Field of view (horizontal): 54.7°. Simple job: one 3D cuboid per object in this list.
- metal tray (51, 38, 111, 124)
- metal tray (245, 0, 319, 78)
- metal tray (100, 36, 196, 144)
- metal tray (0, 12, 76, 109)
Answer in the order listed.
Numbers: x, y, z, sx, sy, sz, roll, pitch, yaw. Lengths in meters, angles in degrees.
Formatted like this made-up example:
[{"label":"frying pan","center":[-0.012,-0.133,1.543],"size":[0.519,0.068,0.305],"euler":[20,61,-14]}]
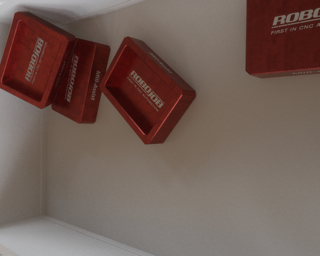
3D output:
[{"label":"metal tray","center":[-0.134,-0.081,0.515],"size":[0.090,0.030,0.129],"euler":[23,105,37]},{"label":"metal tray","center":[0.146,-0.097,0.283],"size":[0.130,0.030,0.089],"euler":[1,91,40]},{"label":"metal tray","center":[-0.022,-0.052,0.421],"size":[0.130,0.030,0.089],"euler":[49,119,29]},{"label":"metal tray","center":[-0.202,-0.107,0.499],"size":[0.090,0.030,0.129],"euler":[28,112,-2]}]
